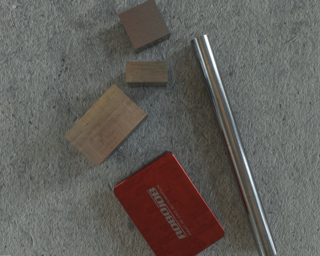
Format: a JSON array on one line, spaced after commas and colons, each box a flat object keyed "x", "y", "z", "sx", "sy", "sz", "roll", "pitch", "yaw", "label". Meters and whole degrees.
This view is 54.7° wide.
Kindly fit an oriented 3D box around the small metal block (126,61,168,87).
[{"x": -0.016, "y": -0.068, "z": 0.397, "sx": 0.050, "sy": 0.050, "sz": 0.025, "roll": -1, "pitch": 90, "yaw": -1, "label": "small metal block"}]

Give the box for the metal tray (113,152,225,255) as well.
[{"x": 0.012, "y": 0.107, "z": 0.408, "sx": 0.090, "sy": 0.030, "sz": 0.130, "roll": -34, "pitch": 90, "yaw": -1, "label": "metal tray"}]

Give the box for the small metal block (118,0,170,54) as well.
[{"x": -0.020, "y": -0.134, "z": 0.410, "sx": 0.050, "sy": 0.025, "sz": 0.050, "roll": -25, "pitch": 90, "yaw": -1, "label": "small metal block"}]

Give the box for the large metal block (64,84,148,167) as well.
[{"x": -0.060, "y": -0.003, "z": 0.382, "sx": 0.050, "sy": 0.080, "sz": 0.080, "roll": 43, "pitch": 90, "yaw": -1, "label": "large metal block"}]

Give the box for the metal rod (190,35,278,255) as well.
[{"x": 0.098, "y": 0.024, "z": 0.411, "sx": 0.025, "sy": 0.025, "sz": 0.298, "roll": -18, "pitch": 90, "yaw": 0, "label": "metal rod"}]
